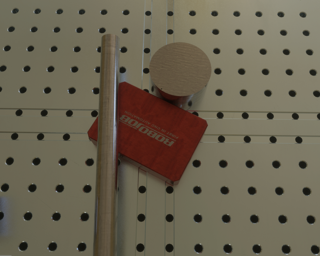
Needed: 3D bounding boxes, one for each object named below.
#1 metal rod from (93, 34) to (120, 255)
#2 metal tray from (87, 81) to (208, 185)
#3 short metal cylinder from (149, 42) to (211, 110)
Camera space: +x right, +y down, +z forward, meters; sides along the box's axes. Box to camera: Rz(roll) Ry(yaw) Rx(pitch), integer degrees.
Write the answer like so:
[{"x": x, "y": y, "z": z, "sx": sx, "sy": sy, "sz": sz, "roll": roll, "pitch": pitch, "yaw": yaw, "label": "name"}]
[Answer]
[{"x": -0.062, "y": 0.020, "z": 0.371, "sx": 0.025, "sy": 0.025, "sz": 0.299, "roll": -2, "pitch": 70, "yaw": -1, "label": "metal rod"}, {"x": -0.015, "y": 0.005, "z": 0.407, "sx": 0.130, "sy": 0.030, "sz": 0.090, "roll": 27, "pitch": 72, "yaw": 9, "label": "metal tray"}, {"x": 0.026, "y": -0.069, "z": 0.424, "sx": 0.081, "sy": 0.050, "sz": 0.080, "roll": 0, "pitch": 70, "yaw": 0, "label": "short metal cylinder"}]
